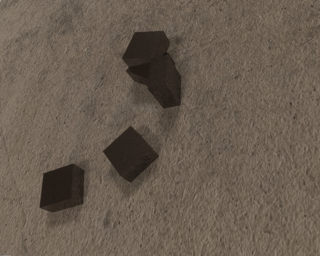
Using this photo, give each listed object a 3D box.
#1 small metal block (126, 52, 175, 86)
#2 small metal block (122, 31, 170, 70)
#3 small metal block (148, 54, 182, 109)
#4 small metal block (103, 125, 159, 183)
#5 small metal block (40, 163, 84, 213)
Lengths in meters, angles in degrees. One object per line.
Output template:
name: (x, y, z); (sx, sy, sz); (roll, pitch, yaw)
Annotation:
small metal block: (-0.014, -0.091, 0.466); (0.050, 0.025, 0.050); (26, 75, 36)
small metal block: (-0.020, -0.113, 0.450); (0.050, 0.025, 0.050); (8, 65, 31)
small metal block: (0.008, -0.062, 0.421); (0.025, 0.050, 0.050); (-9, 58, 23)
small metal block: (-0.038, 0.033, 0.402); (0.050, 0.025, 0.050); (-43, 51, -2)
small metal block: (-0.132, 0.082, 0.421); (0.050, 0.025, 0.050); (-19, 54, 17)
